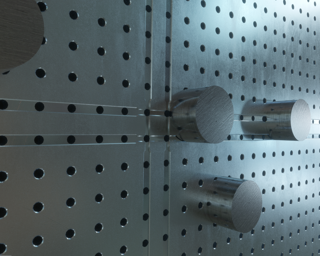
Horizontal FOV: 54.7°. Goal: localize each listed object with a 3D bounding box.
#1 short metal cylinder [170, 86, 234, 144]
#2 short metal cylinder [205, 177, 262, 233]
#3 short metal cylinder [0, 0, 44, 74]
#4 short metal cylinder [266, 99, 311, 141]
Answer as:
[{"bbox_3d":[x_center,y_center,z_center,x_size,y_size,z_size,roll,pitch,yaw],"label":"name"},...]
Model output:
[{"bbox_3d":[0.061,-0.018,0.443,0.081,0.050,0.079,0,90,-40],"label":"short metal cylinder"},{"bbox_3d":[0.118,0.120,0.491,0.081,0.050,0.079,0,90,-40],"label":"short metal cylinder"},{"bbox_3d":[-0.149,-0.087,0.267,0.081,0.050,0.079,0,90,-40],"label":"short metal cylinder"},{"bbox_3d":[0.250,-0.015,0.602,0.081,0.050,0.079,0,90,-40],"label":"short metal cylinder"}]
